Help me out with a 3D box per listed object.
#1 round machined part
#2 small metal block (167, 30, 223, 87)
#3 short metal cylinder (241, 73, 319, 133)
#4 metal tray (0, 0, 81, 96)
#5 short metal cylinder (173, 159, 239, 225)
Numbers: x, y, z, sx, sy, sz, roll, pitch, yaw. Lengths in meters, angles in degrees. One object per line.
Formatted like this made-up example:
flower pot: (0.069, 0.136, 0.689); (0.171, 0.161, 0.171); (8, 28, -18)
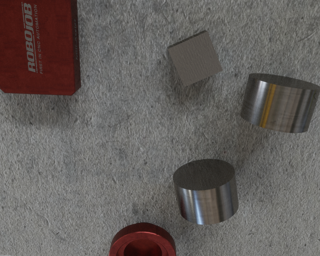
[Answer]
round machined part: (-0.025, 0.183, 0.468); (0.099, 0.042, 0.097); (0, 110, 0)
small metal block: (0.042, -0.085, 0.379); (0.050, 0.025, 0.050); (-23, 109, 8)
short metal cylinder: (0.142, -0.032, 0.370); (0.081, 0.080, 0.050); (7, 110, -3)
metal tray: (-0.145, -0.106, 0.367); (0.091, 0.030, 0.129); (2, 110, -1)
short metal cylinder: (0.061, 0.082, 0.411); (0.080, 0.080, 0.050); (-10, 110, 3)
